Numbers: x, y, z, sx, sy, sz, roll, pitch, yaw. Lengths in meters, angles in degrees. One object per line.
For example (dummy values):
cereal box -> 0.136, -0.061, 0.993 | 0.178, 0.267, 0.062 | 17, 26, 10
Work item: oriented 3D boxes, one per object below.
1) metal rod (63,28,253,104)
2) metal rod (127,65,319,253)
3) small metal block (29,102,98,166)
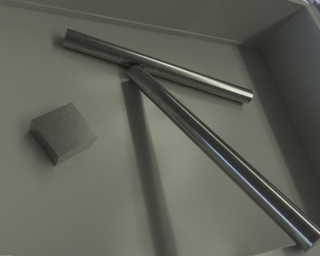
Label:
metal rod -> 0.011, -0.086, 0.465 | 0.302, 0.025, 0.025 | 14, 56, -21
metal rod -> 0.049, 0.010, 0.351 | 0.025, 0.025, 0.300 | -15, 45, -34
small metal block -> -0.107, 0.006, 0.345 | 0.050, 0.025, 0.050 | -33, 80, -38
